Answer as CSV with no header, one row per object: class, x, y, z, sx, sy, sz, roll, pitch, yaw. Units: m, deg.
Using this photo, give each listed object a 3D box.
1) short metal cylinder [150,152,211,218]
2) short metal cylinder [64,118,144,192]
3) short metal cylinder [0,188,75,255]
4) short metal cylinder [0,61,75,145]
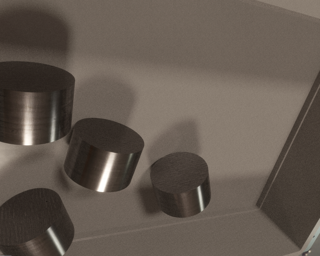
short metal cylinder,0.030,0.079,0.441,0.081,0.080,0.050,-23,127,-15
short metal cylinder,-0.064,0.029,0.357,0.081,0.080,0.050,7,115,-32
short metal cylinder,-0.149,0.118,0.366,0.081,0.080,0.050,-21,127,-16
short metal cylinder,-0.123,-0.026,0.290,0.081,0.080,0.050,-2,119,-28
